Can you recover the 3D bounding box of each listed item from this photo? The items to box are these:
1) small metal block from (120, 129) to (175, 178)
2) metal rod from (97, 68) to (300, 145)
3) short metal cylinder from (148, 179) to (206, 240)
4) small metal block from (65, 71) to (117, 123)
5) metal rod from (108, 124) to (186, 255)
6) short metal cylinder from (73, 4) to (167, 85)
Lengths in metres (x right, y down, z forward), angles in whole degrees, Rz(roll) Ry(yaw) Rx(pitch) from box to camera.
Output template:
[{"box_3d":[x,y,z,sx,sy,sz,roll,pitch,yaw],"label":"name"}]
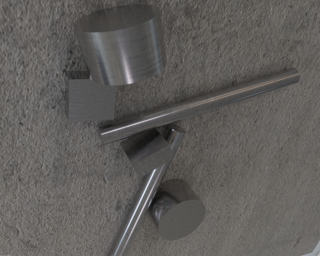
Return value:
[{"box_3d":[-0.017,0.029,0.399,0.050,0.050,0.025,-29,128,-10],"label":"small metal block"},{"box_3d":[0.065,-0.035,0.420,0.302,0.025,0.025,-18,126,-18],"label":"metal rod"},{"box_3d":[0.024,0.126,0.482,0.081,0.050,0.079,-14,124,-21],"label":"short metal cylinder"},{"box_3d":[-0.077,-0.035,0.343,0.050,0.025,0.050,-5,121,-26],"label":"small metal block"},{"box_3d":[-0.035,0.129,0.467,0.025,0.025,0.298,12,113,-33],"label":"metal rod"},{"box_3d":[-0.036,-0.083,0.300,0.081,0.080,0.050,-21,127,-16],"label":"short metal cylinder"}]
